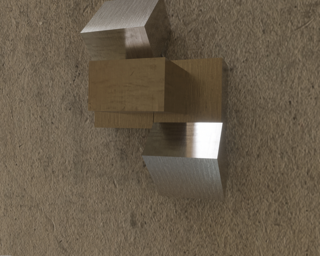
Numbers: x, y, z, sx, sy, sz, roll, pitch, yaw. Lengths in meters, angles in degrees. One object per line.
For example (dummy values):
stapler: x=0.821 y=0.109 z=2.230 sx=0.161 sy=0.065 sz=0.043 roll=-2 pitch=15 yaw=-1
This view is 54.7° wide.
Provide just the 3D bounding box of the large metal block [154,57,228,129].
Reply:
large metal block: x=0.039 y=-0.039 z=0.381 sx=0.080 sy=0.050 sz=0.079 roll=1 pitch=90 yaw=19

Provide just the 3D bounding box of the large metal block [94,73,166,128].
large metal block: x=-0.037 y=-0.040 z=0.407 sx=0.080 sy=0.050 sz=0.079 roll=1 pitch=90 yaw=19

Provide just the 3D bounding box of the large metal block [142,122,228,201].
large metal block: x=0.034 y=0.039 z=0.362 sx=0.080 sy=0.080 sz=0.050 roll=1 pitch=47 yaw=19

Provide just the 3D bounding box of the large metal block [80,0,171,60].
large metal block: x=-0.039 y=-0.121 z=0.387 sx=0.080 sy=0.050 sz=0.080 roll=1 pitch=46 yaw=20

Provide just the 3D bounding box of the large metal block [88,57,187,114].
large metal block: x=-0.020 y=-0.041 z=0.334 sx=0.080 sy=0.080 sz=0.050 roll=1 pitch=91 yaw=19
